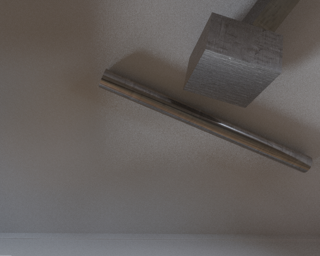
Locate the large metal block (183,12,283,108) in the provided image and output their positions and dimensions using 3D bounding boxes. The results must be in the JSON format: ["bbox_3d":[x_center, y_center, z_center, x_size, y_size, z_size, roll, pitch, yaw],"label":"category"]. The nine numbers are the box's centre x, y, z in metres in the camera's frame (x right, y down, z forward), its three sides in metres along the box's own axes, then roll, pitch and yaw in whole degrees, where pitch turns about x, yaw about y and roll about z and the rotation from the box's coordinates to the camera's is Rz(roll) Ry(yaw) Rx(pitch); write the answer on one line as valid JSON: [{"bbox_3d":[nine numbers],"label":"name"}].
[{"bbox_3d":[0.079,-0.072,0.350,0.080,0.080,0.050,15,65,-6],"label":"large metal block"}]

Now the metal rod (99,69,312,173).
[{"bbox_3d":[0.066,-0.006,0.410,0.302,0.025,0.025,22,108,-9],"label":"metal rod"}]

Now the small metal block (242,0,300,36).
[{"bbox_3d":[0.123,-0.132,0.351,0.025,0.050,0.050,34,106,-12],"label":"small metal block"}]
